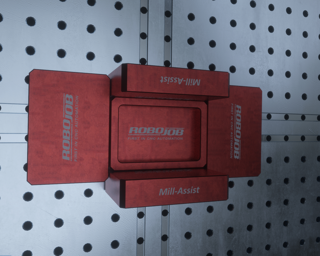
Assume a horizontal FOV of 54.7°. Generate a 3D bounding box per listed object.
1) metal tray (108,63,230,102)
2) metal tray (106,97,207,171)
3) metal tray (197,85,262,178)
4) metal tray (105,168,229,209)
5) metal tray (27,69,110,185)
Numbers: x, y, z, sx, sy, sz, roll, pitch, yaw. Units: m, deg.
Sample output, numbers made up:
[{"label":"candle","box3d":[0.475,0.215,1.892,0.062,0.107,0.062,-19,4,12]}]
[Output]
[{"label":"metal tray","box3d":[0.007,-0.052,0.382,0.131,0.090,0.030,1,90,-20]},{"label":"metal tray","box3d":[-0.003,0.008,0.407,0.131,0.030,0.089,1,90,-21]},{"label":"metal tray","box3d":[0.101,0.005,0.447,0.091,0.030,0.129,1,90,-21]},{"label":"metal tray","box3d":[0.006,0.068,0.380,0.131,0.090,0.030,1,90,-20]},{"label":"metal tray","box3d":[-0.108,-0.001,0.370,0.091,0.030,0.129,1,90,-21]}]
